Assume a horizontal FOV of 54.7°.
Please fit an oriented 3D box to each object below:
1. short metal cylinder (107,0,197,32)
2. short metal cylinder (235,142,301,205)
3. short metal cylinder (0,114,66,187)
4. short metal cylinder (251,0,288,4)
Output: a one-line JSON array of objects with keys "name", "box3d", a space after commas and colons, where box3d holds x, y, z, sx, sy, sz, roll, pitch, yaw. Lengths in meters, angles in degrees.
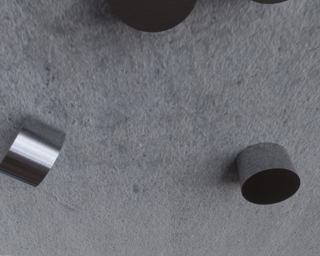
[{"name": "short metal cylinder", "box3d": [-0.007, -0.134, 0.277, 0.081, 0.050, 0.079, 0, 130, 0]}, {"name": "short metal cylinder", "box3d": [0.154, 0.067, 0.450, 0.081, 0.050, 0.079, 0, 130, 0]}, {"name": "short metal cylinder", "box3d": [-0.164, 0.029, 0.393, 0.050, 0.080, 0.080, 31, 123, -24]}, {"name": "short metal cylinder", "box3d": [0.094, -0.154, 0.261, 0.081, 0.050, 0.079, 0, 130, 0]}]
